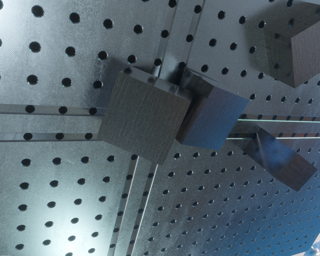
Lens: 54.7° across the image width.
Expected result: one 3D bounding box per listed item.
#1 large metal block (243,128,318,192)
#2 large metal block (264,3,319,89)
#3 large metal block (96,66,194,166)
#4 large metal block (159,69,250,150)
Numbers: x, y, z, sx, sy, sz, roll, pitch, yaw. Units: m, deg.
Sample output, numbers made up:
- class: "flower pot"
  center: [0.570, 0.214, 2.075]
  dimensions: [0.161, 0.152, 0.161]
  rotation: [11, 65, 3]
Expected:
- class: "large metal block"
  center: [0.202, 0.054, 0.522]
  dimensions: [0.080, 0.080, 0.050]
  rotation: [29, 102, -38]
- class: "large metal block"
  center: [0.200, -0.116, 0.435]
  dimensions: [0.080, 0.050, 0.080]
  rotation: [-31, 129, -8]
- class: "large metal block"
  center: [-0.015, -0.015, 0.354]
  dimensions: [0.080, 0.050, 0.079]
  rotation: [23, 110, 2]
- class: "large metal block"
  center: [0.058, -0.021, 0.407]
  dimensions: [0.081, 0.050, 0.080]
  rotation: [11, 113, -44]
